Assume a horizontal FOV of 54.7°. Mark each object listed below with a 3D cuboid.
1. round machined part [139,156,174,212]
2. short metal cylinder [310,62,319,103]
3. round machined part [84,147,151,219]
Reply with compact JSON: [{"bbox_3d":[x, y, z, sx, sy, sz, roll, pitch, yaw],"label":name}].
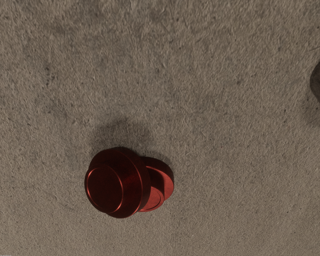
[{"bbox_3d":[-0.027,0.092,0.474,0.099,0.042,0.097,-1,130,0],"label":"round machined part"},{"bbox_3d":[0.222,-0.048,0.353,0.081,0.050,0.079,0,130,0],"label":"short metal cylinder"},{"bbox_3d":[-0.065,0.077,0.425,0.098,0.042,0.097,5,99,31],"label":"round machined part"}]
